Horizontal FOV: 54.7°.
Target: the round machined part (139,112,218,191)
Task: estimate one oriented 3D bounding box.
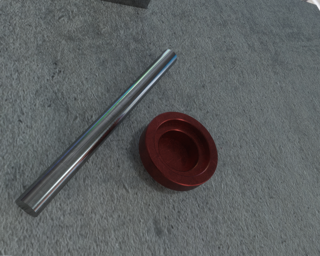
[{"bbox_3d":[0.019,0.032,0.385,0.099,0.042,0.098,14,56,-21],"label":"round machined part"}]

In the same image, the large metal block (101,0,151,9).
[{"bbox_3d":[-0.058,-0.251,0.511,0.081,0.050,0.080,-1,62,-29],"label":"large metal block"}]

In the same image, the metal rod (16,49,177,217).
[{"bbox_3d":[-0.055,-0.018,0.385,0.025,0.025,0.301,39,51,-2],"label":"metal rod"}]
